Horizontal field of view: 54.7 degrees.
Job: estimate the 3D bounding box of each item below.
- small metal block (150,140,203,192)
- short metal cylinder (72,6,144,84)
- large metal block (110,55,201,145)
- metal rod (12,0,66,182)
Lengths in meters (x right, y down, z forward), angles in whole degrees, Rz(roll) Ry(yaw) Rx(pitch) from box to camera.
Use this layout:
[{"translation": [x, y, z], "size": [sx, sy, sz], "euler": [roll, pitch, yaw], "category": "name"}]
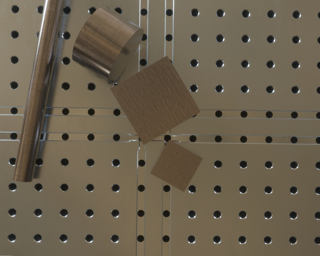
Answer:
[{"translation": [0.022, 0.049, 0.414], "size": [0.050, 0.025, 0.050], "euler": [29, 90, -1], "category": "small metal block"}, {"translation": [-0.064, -0.102, 0.385], "size": [0.050, 0.080, 0.080], "euler": [33, 90, -1], "category": "short metal cylinder"}, {"translation": [-0.006, -0.034, 0.401], "size": [0.080, 0.050, 0.080], "euler": [-31, 90, 0], "category": "large metal block"}, {"translation": [-0.156, -0.078, 0.411], "size": [0.025, 0.025, 0.298], "euler": [10, 90, -1], "category": "metal rod"}]
